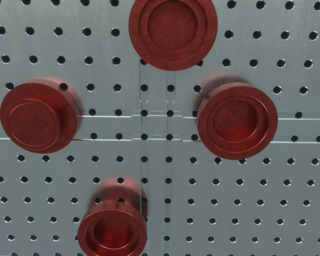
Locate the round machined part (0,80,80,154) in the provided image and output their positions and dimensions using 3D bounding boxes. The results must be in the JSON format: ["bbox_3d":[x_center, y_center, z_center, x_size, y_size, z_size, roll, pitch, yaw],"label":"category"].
[{"bbox_3d":[-0.157,-0.010,0.399,0.099,0.042,0.097,0,110,0],"label":"round machined part"}]

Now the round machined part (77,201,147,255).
[{"bbox_3d":[-0.068,0.149,0.459,0.099,0.042,0.097,0,110,0],"label":"round machined part"}]

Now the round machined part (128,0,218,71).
[{"bbox_3d":[0.014,-0.118,0.361,0.099,0.042,0.097,0,110,0],"label":"round machined part"}]

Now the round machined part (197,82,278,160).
[{"bbox_3d":[0.096,-0.011,0.401,0.099,0.042,0.097,0,110,0],"label":"round machined part"}]
